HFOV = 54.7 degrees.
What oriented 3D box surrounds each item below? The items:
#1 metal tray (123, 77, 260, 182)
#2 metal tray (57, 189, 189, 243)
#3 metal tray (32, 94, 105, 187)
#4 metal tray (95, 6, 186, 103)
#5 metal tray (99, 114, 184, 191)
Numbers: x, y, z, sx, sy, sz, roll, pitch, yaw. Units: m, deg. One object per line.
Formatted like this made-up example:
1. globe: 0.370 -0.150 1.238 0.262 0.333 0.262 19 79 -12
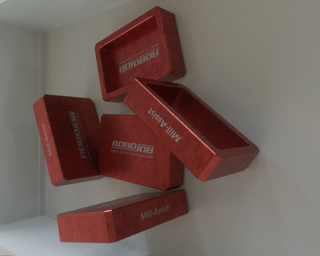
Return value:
1. metal tray: 0.033 -0.004 0.333 0.130 0.091 0.030 45 118 30
2. metal tray: -0.039 0.101 0.365 0.090 0.131 0.030 -16 81 38
3. metal tray: -0.129 0.016 0.466 0.030 0.091 0.129 -30 72 35
4. metal tray: -0.032 -0.095 0.426 0.130 0.030 0.090 -17 79 38
5. metal tray: -0.028 0.028 0.421 0.130 0.030 0.089 5 93 39
